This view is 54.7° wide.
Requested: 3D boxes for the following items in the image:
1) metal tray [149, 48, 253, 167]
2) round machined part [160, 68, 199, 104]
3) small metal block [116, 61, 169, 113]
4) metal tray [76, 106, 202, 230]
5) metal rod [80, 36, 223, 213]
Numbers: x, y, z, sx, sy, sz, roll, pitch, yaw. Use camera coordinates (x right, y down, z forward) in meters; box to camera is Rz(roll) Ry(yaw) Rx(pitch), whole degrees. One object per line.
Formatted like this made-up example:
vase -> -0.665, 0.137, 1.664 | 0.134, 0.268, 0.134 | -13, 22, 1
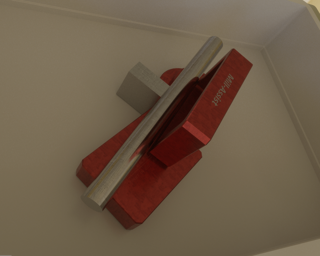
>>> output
metal tray -> 0.047, -0.023, 0.354 | 0.030, 0.090, 0.130 | 39, 57, -6
round machined part -> 0.043, -0.048, 0.446 | 0.099, 0.042, 0.098 | 14, 56, -21
small metal block -> -0.023, -0.050, 0.407 | 0.050, 0.050, 0.025 | 39, 51, -3
metal tray -> -0.019, 0.041, 0.366 | 0.090, 0.030, 0.131 | 46, 51, 4
metal rod -> 0.009, -0.027, 0.377 | 0.025, 0.025, 0.301 | 39, 55, -3
